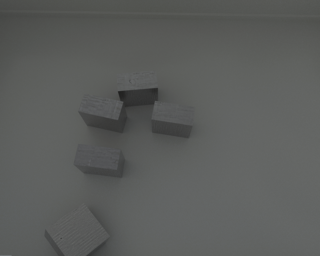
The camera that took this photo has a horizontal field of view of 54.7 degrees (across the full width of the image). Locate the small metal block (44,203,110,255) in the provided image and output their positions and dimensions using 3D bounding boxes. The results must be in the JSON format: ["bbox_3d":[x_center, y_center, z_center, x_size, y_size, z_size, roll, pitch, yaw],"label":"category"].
[{"bbox_3d":[-0.094,0.124,0.353,0.050,0.025,0.050,-31,71,-37],"label":"small metal block"}]

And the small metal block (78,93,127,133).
[{"bbox_3d":[-0.072,-0.018,0.402,0.050,0.050,0.025,12,71,4],"label":"small metal block"}]

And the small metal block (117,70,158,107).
[{"bbox_3d":[-0.029,-0.051,0.415,0.050,0.050,0.025,-5,70,-2],"label":"small metal block"}]

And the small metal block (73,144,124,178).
[{"bbox_3d":[-0.072,0.041,0.380,0.050,0.050,0.025,7,70,2],"label":"small metal block"}]

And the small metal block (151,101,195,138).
[{"bbox_3d":[0.016,-0.010,0.400,0.050,0.050,0.025,9,71,3],"label":"small metal block"}]
